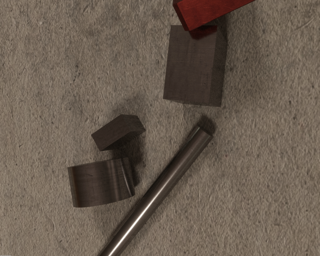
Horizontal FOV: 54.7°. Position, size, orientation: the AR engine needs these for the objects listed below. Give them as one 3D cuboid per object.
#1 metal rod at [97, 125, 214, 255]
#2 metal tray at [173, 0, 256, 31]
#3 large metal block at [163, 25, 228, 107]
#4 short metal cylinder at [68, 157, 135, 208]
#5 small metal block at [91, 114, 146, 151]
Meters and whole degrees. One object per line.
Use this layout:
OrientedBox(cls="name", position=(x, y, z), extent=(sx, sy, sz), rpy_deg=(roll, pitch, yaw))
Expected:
OrientedBox(cls="metal rod", position=(-0.030, 0.121, 0.418), extent=(0.025, 0.025, 0.299), rpy_deg=(40, 102, 15))
OrientedBox(cls="metal tray", position=(0.062, -0.160, 0.337), extent=(0.090, 0.130, 0.030), rpy_deg=(-21, 124, 18))
OrientedBox(cls="large metal block", position=(0.045, -0.068, 0.364), extent=(0.050, 0.080, 0.079), rpy_deg=(7, 92, 19))
OrientedBox(cls="short metal cylinder", position=(-0.076, 0.069, 0.405), extent=(0.080, 0.080, 0.050), rpy_deg=(-11, 87, 19))
OrientedBox(cls="small metal block", position=(-0.054, 0.006, 0.414), extent=(0.050, 0.050, 0.025), rpy_deg=(-33, 80, 17))
